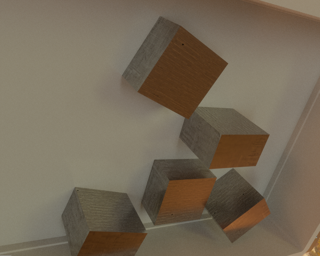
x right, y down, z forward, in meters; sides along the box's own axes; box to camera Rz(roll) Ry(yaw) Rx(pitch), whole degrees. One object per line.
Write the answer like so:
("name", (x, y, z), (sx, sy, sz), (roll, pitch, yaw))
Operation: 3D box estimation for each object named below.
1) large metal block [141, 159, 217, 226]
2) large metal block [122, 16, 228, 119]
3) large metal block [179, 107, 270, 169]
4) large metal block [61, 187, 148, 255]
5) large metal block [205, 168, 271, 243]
("large metal block", (0.027, 0.094, 0.465), (0.081, 0.050, 0.079), (2, 117, -30))
("large metal block", (0.017, -0.068, 0.360), (0.080, 0.050, 0.080), (26, 104, -37))
("large metal block", (0.086, 0.011, 0.426), (0.081, 0.080, 0.050), (1, 118, -29))
("large metal block", (-0.076, 0.127, 0.410), (0.081, 0.080, 0.050), (16, 110, -35))
("large metal block", (0.122, 0.128, 0.518), (0.080, 0.080, 0.050), (-36, 129, -5))
